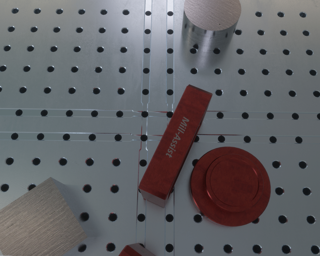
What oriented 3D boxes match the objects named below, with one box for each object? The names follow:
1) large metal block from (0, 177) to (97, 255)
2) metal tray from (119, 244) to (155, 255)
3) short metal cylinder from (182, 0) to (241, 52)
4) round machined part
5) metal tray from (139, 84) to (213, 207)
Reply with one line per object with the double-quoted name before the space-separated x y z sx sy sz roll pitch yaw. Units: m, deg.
"large metal block" -0.133 0.116 0.355 0.080 0.050 0.080 -34 74 -12
"metal tray" -0.041 0.159 0.297 0.030 0.130 0.090 33 74 11
"short metal cylinder" 0.074 -0.161 0.458 0.081 0.050 0.080 0 70 0
"round machined part" 0.086 0.069 0.378 0.099 0.042 0.098 0 70 0
"metal tray" 0.019 0.024 0.368 0.030 0.090 0.130 23 72 8
